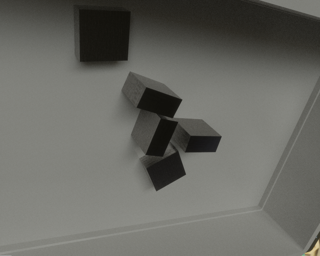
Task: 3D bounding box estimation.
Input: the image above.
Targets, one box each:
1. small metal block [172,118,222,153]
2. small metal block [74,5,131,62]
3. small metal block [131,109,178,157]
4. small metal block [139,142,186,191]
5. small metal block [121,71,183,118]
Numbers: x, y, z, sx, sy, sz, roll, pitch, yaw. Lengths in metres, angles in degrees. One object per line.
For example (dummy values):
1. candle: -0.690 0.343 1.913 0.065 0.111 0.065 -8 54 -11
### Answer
1. small metal block: 0.047 0.009 0.424 0.050 0.050 0.025 2 118 -30
2. small metal block: -0.060 -0.096 0.316 0.050 0.025 0.050 -7 122 -25
3. small metal block: -0.008 0.001 0.388 0.025 0.050 0.050 10 113 -33
4. small metal block: 0.005 0.056 0.445 0.050 0.025 0.050 -28 128 -11
5. small metal block: -0.010 -0.039 0.363 0.050 0.050 0.025 15 111 -34
